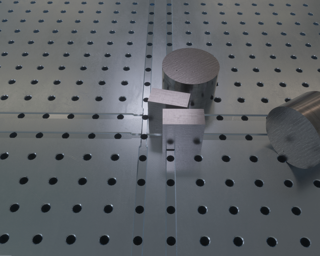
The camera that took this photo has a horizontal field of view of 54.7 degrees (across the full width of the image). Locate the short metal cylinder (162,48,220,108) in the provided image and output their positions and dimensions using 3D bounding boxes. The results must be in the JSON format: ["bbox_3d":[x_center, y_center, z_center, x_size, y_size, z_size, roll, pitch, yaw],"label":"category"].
[{"bbox_3d":[0.043,-0.072,0.452,0.081,0.050,0.080,0,50,0],"label":"short metal cylinder"}]

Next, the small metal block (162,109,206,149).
[{"bbox_3d":[0.028,0.002,0.390,0.050,0.050,0.025,0,50,0],"label":"small metal block"}]

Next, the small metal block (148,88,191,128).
[{"bbox_3d":[0.012,-0.023,0.411,0.050,0.050,0.025,10,51,8],"label":"small metal block"}]

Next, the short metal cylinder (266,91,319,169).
[{"bbox_3d":[0.176,0.002,0.372,0.050,0.080,0.080,-25,55,-19],"label":"short metal cylinder"}]
